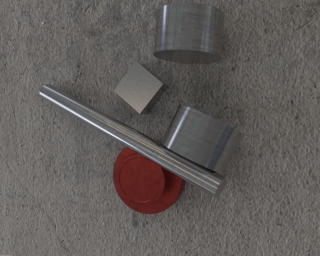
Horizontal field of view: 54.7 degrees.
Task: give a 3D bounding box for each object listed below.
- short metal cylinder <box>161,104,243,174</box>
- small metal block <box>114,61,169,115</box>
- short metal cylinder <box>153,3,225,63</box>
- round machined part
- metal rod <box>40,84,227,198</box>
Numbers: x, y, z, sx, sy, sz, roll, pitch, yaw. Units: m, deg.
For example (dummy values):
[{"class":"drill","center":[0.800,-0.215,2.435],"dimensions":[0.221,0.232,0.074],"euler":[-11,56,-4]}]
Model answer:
[{"class":"short metal cylinder","center":[0.048,0.012,0.360],"dimensions":[0.080,0.080,0.050],"euler":[27,91,18]},{"class":"small metal block","center":[-0.025,-0.053,0.418],"dimensions":[0.050,0.025,0.050],"euler":[42,103,15]},{"class":"short metal cylinder","center":[0.034,-0.109,0.368],"dimensions":[0.080,0.080,0.050],"euler":[5,92,20]},{"class":"round machined part","center":[-0.019,0.065,0.406],"dimensions":[0.098,0.042,0.097],"euler":[0,90,20]},{"class":"metal rod","center":[-0.054,0.004,0.398],"dimensions":[0.300,0.025,0.025],"euler":[27,99,28]}]
